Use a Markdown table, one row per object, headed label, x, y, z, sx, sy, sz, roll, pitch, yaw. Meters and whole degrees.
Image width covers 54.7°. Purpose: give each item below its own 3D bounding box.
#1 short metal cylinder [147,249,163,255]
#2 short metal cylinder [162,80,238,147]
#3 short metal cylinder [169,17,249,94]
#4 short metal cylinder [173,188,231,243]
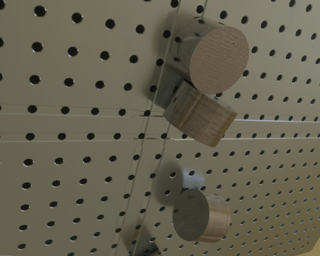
| label | x | y | z | sx | sy | sz | roll | pitch | yaw |
| --- | --- | --- | --- | --- | --- | --- | --- | --- | --- |
| short metal cylinder | -0.004 | 0.258 | 0.533 | 0.050 | 0.080 | 0.080 | -29 | 128 | -10 |
| short metal cylinder | 0.051 | -0.019 | 0.391 | 0.080 | 0.080 | 0.050 | 21 | 107 | -36 |
| short metal cylinder | 0.058 | -0.087 | 0.373 | 0.081 | 0.050 | 0.079 | -14 | 124 | -21 |
| short metal cylinder | 0.066 | 0.142 | 0.499 | 0.050 | 0.080 | 0.080 | 21 | 107 | -36 |
